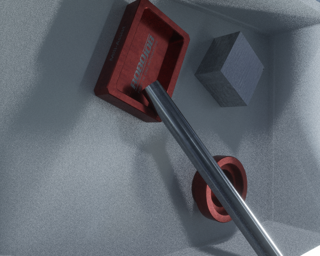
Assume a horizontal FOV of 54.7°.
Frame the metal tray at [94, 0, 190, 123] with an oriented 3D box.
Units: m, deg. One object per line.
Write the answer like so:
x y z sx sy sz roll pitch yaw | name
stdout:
-0.018 -0.082 0.389 0.090 0.030 0.130 29 72 -37 | metal tray

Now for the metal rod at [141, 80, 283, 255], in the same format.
0.075 0.071 0.378 0.025 0.025 0.299 -37 92 -34 | metal rod

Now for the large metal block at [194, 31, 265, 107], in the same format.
0.111 -0.089 0.486 0.080 0.050 0.080 43 64 -32 | large metal block

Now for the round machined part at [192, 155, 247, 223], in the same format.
0.087 0.090 0.471 0.099 0.042 0.097 0 90 -40 | round machined part
